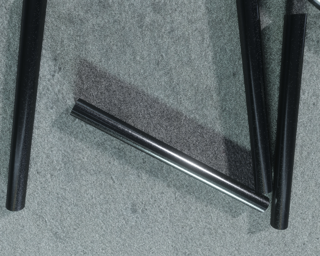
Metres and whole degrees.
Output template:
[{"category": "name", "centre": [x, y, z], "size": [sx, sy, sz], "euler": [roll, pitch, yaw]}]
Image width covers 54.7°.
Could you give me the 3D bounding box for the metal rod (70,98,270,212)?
[{"category": "metal rod", "centre": [0.021, 0.042, 0.425], "size": [0.301, 0.025, 0.025], "euler": [28, 108, -11]}]

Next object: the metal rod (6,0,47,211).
[{"category": "metal rod", "centre": [-0.174, -0.023, 0.398], "size": [0.025, 0.025, 0.298], "euler": [13, 110, -5]}]

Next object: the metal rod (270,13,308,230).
[{"category": "metal rod", "centre": [0.169, 0.006, 0.414], "size": [0.025, 0.025, 0.298], "euler": [-4, 110, 1]}]

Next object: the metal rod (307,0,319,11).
[{"category": "metal rod", "centre": [0.156, -0.171, 0.348], "size": [0.301, 0.025, 0.025], "euler": [33, 107, -12]}]

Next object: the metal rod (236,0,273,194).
[{"category": "metal rod", "centre": [0.121, -0.050, 0.393], "size": [0.025, 0.025, 0.298], "euler": [-11, 110, 3]}]
